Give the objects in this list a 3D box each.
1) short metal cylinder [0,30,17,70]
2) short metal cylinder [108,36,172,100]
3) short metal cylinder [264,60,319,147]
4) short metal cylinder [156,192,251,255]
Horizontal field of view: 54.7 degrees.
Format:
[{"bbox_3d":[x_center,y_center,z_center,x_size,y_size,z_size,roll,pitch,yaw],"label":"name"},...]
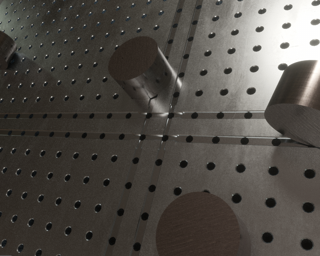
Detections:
[{"bbox_3d":[-0.356,-0.168,0.659,0.080,0.080,0.050,-2,61,27],"label":"short metal cylinder"},{"bbox_3d":[-0.029,-0.089,0.460,0.080,0.050,0.080,-13,56,20],"label":"short metal cylinder"},{"bbox_3d":[0.152,-0.022,0.306,0.080,0.080,0.050,19,72,35],"label":"short metal cylinder"},{"bbox_3d":[0.043,0.109,0.302,0.080,0.050,0.080,-13,56,20],"label":"short metal cylinder"}]
